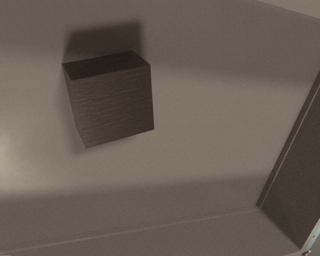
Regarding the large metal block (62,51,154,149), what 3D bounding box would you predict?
[{"bbox_3d":[-0.055,-0.033,0.343,0.081,0.050,0.079,-16,125,-20],"label":"large metal block"}]
